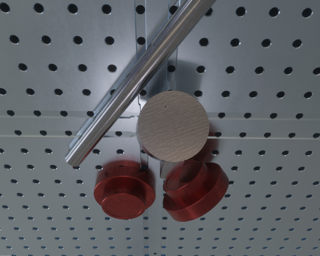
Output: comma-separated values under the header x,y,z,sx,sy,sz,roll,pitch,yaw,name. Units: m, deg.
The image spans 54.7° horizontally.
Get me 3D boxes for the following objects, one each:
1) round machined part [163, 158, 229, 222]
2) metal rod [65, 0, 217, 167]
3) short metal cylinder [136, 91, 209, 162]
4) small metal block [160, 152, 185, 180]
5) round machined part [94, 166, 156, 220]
x,y,z,sx,sy,sz,roll,pitch,yaw,name
0.044,0.080,0.437,0.098,0.098,0.042,-30,106,23,round machined part
-0.037,-0.046,0.371,0.025,0.025,0.299,29,124,-23,metal rod
0.013,0.000,0.368,0.081,0.080,0.050,7,173,-6,short metal cylinder
0.017,0.035,0.425,0.025,0.050,0.050,8,130,-6,small metal block
-0.056,0.109,0.493,0.099,0.042,0.097,0,130,0,round machined part
